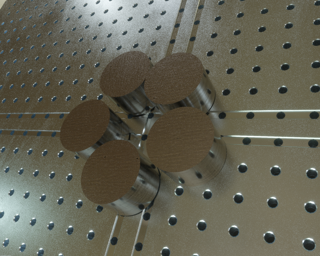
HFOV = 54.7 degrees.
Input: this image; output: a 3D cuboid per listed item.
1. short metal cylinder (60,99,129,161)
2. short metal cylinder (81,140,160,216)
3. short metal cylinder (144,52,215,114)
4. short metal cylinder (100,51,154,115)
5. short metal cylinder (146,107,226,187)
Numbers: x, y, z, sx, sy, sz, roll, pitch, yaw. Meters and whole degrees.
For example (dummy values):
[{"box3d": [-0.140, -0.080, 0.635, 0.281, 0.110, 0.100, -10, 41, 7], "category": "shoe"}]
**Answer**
[{"box3d": [-0.091, 0.007, 0.436, 0.080, 0.050, 0.080, -13, 57, 21], "category": "short metal cylinder"}, {"box3d": [-0.048, 0.061, 0.378, 0.080, 0.050, 0.080, -14, 55, 21], "category": "short metal cylinder"}, {"box3d": [0.026, -0.052, 0.409, 0.080, 0.050, 0.080, -13, 56, 21], "category": "short metal cylinder"}, {"box3d": [-0.040, -0.065, 0.452, 0.080, 0.050, 0.080, -13, 56, 21], "category": "short metal cylinder"}, {"box3d": [0.031, 0.022, 0.361, 0.080, 0.050, 0.080, -13, 58, 21], "category": "short metal cylinder"}]
